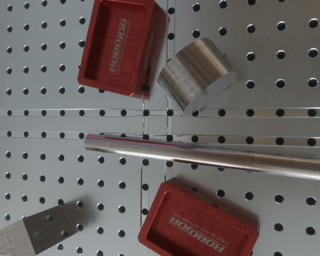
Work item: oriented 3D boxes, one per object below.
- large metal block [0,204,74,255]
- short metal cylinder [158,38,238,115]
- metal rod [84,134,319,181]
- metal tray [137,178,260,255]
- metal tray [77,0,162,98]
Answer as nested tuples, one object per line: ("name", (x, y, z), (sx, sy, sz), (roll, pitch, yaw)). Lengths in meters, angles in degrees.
("large metal block", (-0.190, 0.158, 0.450), (0.080, 0.080, 0.050), (-28, 81, 18))
("short metal cylinder", (0.044, -0.059, 0.368), (0.080, 0.080, 0.050), (-40, 77, 15))
("metal rod", (0.039, 0.034, 0.398), (0.301, 0.025, 0.025), (5, 92, 19))
("metal tray", (0.047, 0.133, 0.393), (0.130, 0.030, 0.090), (25, 98, 18))
("metal tray", (-0.057, -0.114, 0.429), (0.090, 0.030, 0.129), (15, 95, 19))
